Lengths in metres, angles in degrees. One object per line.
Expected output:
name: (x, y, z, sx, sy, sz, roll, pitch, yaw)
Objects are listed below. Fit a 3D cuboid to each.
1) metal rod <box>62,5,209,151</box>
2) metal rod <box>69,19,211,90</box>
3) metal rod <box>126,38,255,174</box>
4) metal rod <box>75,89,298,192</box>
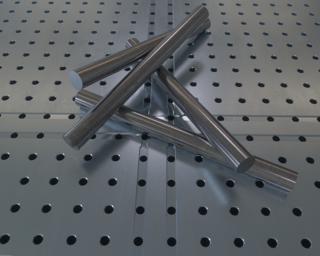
metal rod: (-0.019, -0.084, 0.435, 0.025, 0.025, 0.301, 29, 61, 22)
metal rod: (-0.010, -0.125, 0.473, 0.025, 0.025, 0.302, 32, 45, 24)
metal rod: (0.023, -0.051, 0.430, 0.025, 0.025, 0.300, -22, 47, -17)
metal rod: (0.020, 0.009, 0.400, 0.301, 0.025, 0.025, 22, 53, 17)
